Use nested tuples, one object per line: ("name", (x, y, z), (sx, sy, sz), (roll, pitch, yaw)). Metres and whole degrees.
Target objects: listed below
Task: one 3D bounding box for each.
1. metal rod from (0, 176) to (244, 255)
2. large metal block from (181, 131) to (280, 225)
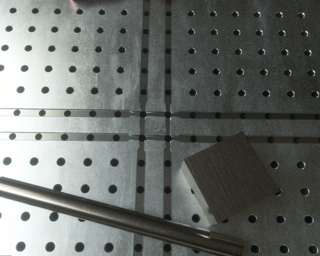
("metal rod", (-0.053, 0.107, 0.371), (0.302, 0.025, 0.025), (14, 71, 4))
("large metal block", (0.081, 0.062, 0.377), (0.080, 0.050, 0.080), (-25, 72, -9))
